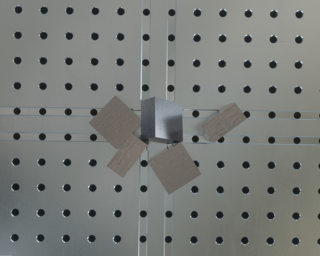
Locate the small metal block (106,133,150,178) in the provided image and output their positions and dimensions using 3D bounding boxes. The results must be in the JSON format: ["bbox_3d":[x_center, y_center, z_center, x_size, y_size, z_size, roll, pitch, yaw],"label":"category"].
[{"bbox_3d":[-0.039,0.033,0.400,0.025,0.050,0.050,37,91,0],"label":"small metal block"}]

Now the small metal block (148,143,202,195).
[{"bbox_3d":[0.019,0.052,0.413,0.050,0.025,0.050,-33,91,0],"label":"small metal block"}]

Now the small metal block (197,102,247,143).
[{"bbox_3d":[0.078,-0.007,0.401,0.050,0.050,0.025,-37,90,0],"label":"small metal block"}]

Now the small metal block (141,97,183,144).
[{"bbox_3d":[0.003,-0.008,0.395,0.025,0.050,0.050,-12,73,43],"label":"small metal block"}]

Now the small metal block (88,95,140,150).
[{"bbox_3d":[-0.057,-0.007,0.413,0.050,0.025,0.050,44,90,0],"label":"small metal block"}]
